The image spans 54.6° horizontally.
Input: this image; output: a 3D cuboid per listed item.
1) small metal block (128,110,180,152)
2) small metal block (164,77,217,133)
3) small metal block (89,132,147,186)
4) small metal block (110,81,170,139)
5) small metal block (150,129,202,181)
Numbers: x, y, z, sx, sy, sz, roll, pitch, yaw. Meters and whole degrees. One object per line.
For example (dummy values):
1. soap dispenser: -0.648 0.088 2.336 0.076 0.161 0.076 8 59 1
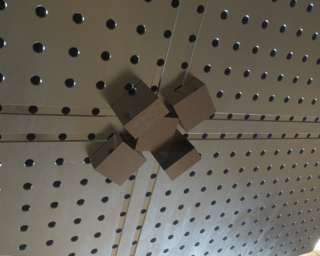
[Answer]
1. small metal block: -0.008 0.003 0.407 0.050 0.025 0.050 4 115 -29
2. small metal block: 0.042 -0.031 0.414 0.050 0.025 0.050 -34 129 -5
3. small metal block: -0.054 0.041 0.406 0.050 0.025 0.050 -44 130 2
4. small metal block: -0.025 -0.022 0.367 0.050 0.050 0.025 -39 130 -1
5. small metal block: 0.021 0.037 0.428 0.050 0.050 0.025 -36 129 -4
